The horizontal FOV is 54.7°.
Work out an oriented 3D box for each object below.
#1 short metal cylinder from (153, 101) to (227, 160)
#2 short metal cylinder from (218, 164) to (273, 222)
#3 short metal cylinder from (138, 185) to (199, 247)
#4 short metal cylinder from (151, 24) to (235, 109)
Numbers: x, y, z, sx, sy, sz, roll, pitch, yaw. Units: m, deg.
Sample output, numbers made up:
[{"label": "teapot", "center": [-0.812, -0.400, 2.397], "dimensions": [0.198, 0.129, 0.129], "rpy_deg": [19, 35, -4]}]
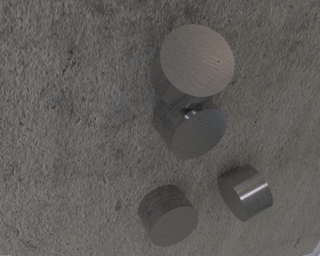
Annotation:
[{"label": "short metal cylinder", "center": [0.039, -0.006, 0.400], "dimensions": [0.081, 0.050, 0.079], "rpy_deg": [-18, 135, -19]}, {"label": "short metal cylinder", "center": [0.140, 0.107, 0.513], "dimensions": [0.050, 0.080, 0.080], "rpy_deg": [-26, 128, -13]}, {"label": "short metal cylinder", "center": [0.012, 0.136, 0.481], "dimensions": [0.081, 0.050, 0.079], "rpy_deg": [-14, 124, -21]}, {"label": "short metal cylinder", "center": [0.034, -0.065, 0.342], "dimensions": [0.081, 0.050, 0.080], "rpy_deg": [3, 78, -12]}]
